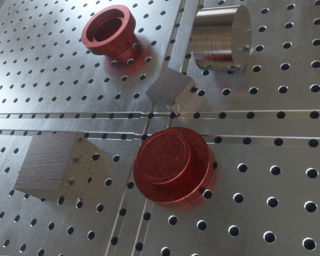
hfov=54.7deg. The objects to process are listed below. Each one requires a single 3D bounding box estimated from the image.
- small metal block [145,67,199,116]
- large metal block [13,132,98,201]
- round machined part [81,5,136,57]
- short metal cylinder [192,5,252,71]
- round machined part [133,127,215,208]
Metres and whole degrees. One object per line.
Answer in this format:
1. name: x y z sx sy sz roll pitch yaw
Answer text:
1. small metal block: 0.017 -0.052 0.431 0.050 0.025 0.050 33 80 38
2. large metal block: -0.144 0.055 0.434 0.080 0.050 0.080 -5 59 25
3. round machined part: -0.085 -0.165 0.544 0.098 0.042 0.098 -13 56 21
4. short metal cylinder: 0.082 -0.114 0.400 0.050 0.080 0.080 8 66 31
5. round machined part: 0.011 0.041 0.367 0.098 0.042 0.098 -13 56 21
